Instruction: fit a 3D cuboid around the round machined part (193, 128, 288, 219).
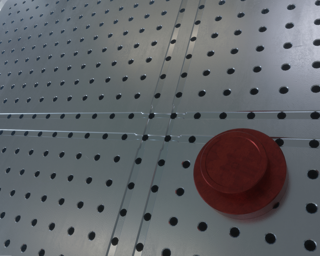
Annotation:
[{"bbox_3d":[0.082,0.043,0.329,0.098,0.042,0.098,-13,56,21],"label":"round machined part"}]
